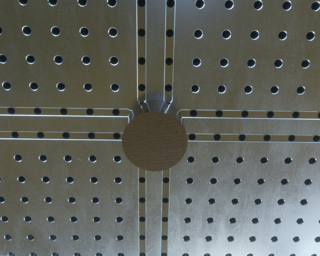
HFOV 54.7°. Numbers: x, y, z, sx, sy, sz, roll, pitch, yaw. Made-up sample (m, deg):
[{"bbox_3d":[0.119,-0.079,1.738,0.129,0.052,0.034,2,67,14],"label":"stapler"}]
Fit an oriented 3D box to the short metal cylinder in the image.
[{"bbox_3d":[-0.006,0.009,0.403,0.081,0.050,0.079,0,110,-1],"label":"short metal cylinder"}]
